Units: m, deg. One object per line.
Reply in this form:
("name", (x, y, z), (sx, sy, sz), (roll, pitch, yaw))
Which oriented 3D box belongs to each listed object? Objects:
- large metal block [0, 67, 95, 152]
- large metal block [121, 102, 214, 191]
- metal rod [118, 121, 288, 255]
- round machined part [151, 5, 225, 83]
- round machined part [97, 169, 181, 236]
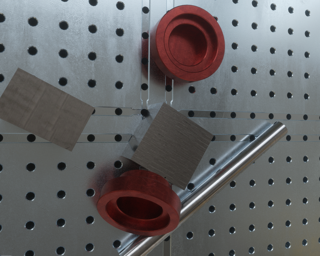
("large metal block", (-0.125, -0.017, 0.337), (0.080, 0.080, 0.050), (29, 81, -18))
("large metal block", (0.009, 0.023, 0.403), (0.080, 0.050, 0.080), (33, 79, -17))
("metal rod", (0.071, 0.085, 0.438), (0.301, 0.025, 0.025), (-36, 102, -17))
("round machined part", (0.034, -0.109, 0.416), (0.099, 0.042, 0.097), (0, 90, -20))
("round machined part", (-0.023, 0.088, 0.376), (0.098, 0.098, 0.042), (32, 42, -18))
